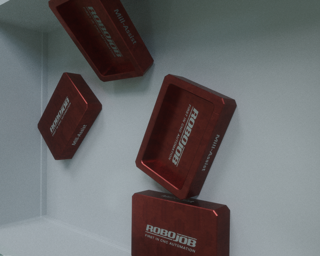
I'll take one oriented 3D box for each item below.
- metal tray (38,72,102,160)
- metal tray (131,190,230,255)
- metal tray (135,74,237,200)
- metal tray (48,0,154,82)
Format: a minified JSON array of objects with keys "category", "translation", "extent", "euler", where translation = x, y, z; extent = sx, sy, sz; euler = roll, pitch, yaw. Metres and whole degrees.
[{"category":"metal tray","translation":[-0.160,-0.019,0.536],"extent":[0.090,0.030,0.129],"euler":[51,120,27]},{"category":"metal tray","translation":[0.021,0.133,0.387],"extent":[0.130,0.030,0.089],"euler":[1,91,40]},{"category":"metal tray","translation":[0.027,0.010,0.381],"extent":[0.090,0.030,0.129],"euler":[31,109,35]},{"category":"metal tray","translation":[-0.076,-0.125,0.413],"extent":[0.090,0.030,0.130],"euler":[0,134,41]}]
